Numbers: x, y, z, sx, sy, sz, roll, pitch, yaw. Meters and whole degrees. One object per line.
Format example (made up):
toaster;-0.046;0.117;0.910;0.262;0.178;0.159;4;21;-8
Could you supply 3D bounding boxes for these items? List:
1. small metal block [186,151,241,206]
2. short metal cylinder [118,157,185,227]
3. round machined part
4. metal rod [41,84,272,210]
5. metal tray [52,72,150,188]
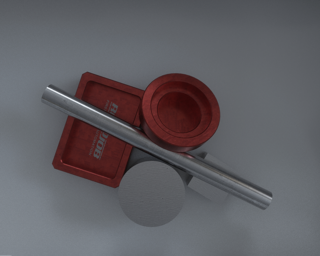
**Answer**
small metal block;0.070;0.066;0.411;0.050;0.025;0.050;32;90;-1
short metal cylinder;-0.010;0.079;0.397;0.081;0.050;0.079;0;90;-1
round machined part;0.022;-0.016;0.389;0.099;0.042;0.098;5;67;-12
metal rod;-0.001;0.025;0.381;0.301;0.025;0.025;26;90;-3
metal tray;-0.074;0.002;0.405;0.090;0.030;0.129;19;90;-1
